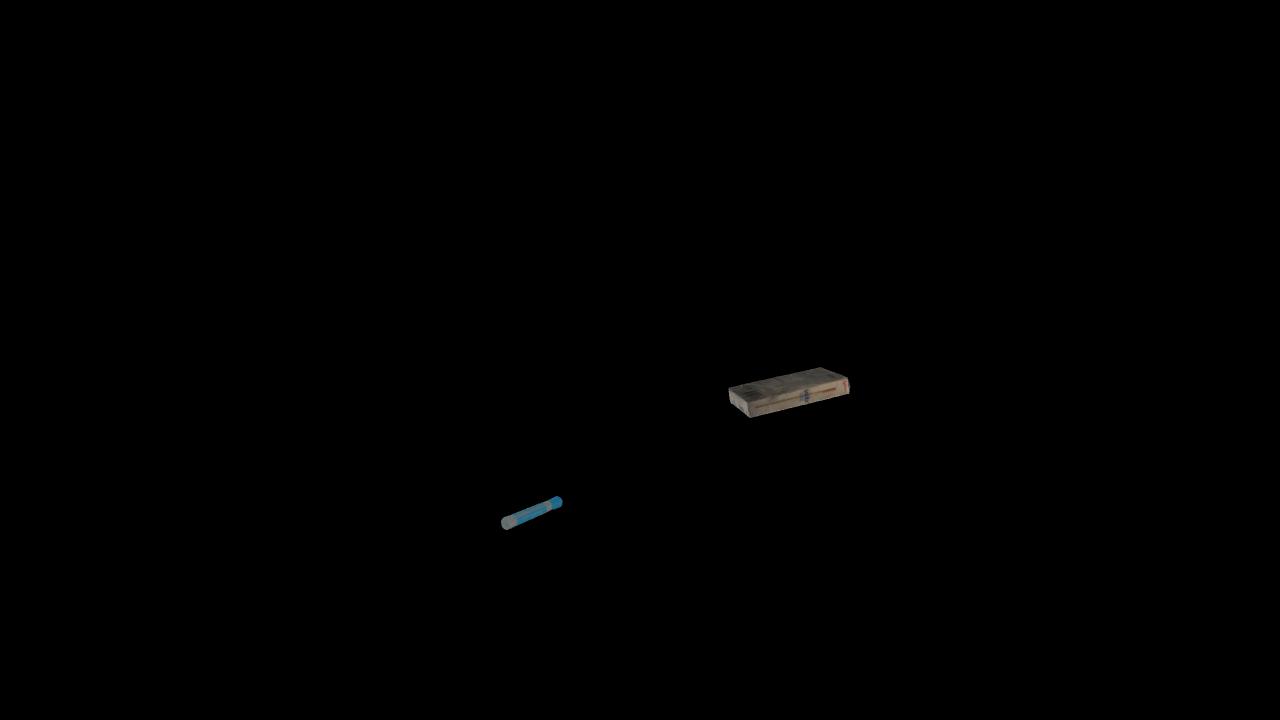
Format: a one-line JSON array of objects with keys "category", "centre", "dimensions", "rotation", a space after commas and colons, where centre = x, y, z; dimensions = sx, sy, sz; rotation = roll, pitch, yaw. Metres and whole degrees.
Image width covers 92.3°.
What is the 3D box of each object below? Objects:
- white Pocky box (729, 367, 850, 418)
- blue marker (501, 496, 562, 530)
[{"category": "white Pocky box", "centre": [0.215, 0.045, 0.897], "dimensions": [0.154, 0.028, 0.084], "rotation": [-12, 12, -8]}, {"category": "blue marker", "centre": [-0.162, 0.232, 0.941], "dimensions": [0.020, 0.020, 0.121], "rotation": [0, 5, 34]}]
